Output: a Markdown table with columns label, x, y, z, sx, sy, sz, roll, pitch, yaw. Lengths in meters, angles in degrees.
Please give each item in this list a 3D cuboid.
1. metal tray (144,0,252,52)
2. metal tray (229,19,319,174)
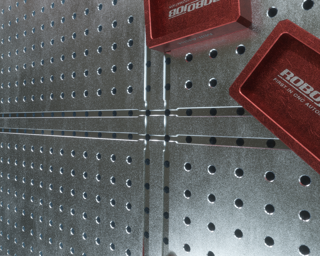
| label | x | y | z | sx | sy | sz | roll | pitch | yaw |
| --- | --- | --- | --- | --- | --- | --- | --- | --- | --- |
| metal tray | 0.039 | -0.151 | 0.372 | 0.130 | 0.030 | 0.089 | -5 | 87 | 39 |
| metal tray | 0.140 | -0.029 | 0.289 | 0.130 | 0.030 | 0.089 | 48 | 118 | 28 |
